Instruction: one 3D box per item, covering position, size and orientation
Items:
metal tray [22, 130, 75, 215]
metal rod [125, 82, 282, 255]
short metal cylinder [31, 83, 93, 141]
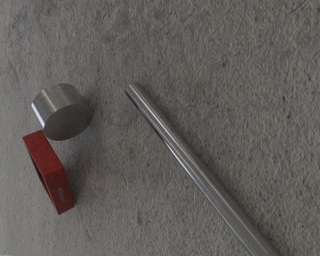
[{"bbox_3d":[-0.180,0.075,0.508,0.090,0.030,0.129,49,151,28],"label":"metal tray"},{"bbox_3d":[0.044,0.050,0.368,0.300,0.025,0.025,52,120,27],"label":"metal rod"},{"bbox_3d":[-0.157,-0.025,0.499,0.050,0.081,0.080,51,120,28],"label":"short metal cylinder"}]
